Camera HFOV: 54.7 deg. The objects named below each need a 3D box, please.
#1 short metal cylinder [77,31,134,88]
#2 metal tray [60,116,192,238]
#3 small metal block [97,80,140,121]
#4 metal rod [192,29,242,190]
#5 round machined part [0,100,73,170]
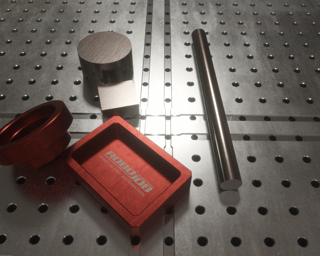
[{"bbox_3d":[-0.083,-0.105,0.479,0.081,0.050,0.080,0,50,0],"label":"short metal cylinder"},{"bbox_3d":[-0.040,0.050,0.361,0.130,0.030,0.090,36,58,26],"label":"metal tray"},{"bbox_3d":[-0.059,-0.039,0.439,0.050,0.025,0.050,-11,51,-9],"label":"small metal block"},{"bbox_3d":[0.075,-0.050,0.450,0.025,0.025,0.300,-2,50,-2],"label":"metal rod"},{"bbox_3d":[-0.146,0.012,0.367,0.098,0.042,0.098,-20,29,12],"label":"round machined part"}]
